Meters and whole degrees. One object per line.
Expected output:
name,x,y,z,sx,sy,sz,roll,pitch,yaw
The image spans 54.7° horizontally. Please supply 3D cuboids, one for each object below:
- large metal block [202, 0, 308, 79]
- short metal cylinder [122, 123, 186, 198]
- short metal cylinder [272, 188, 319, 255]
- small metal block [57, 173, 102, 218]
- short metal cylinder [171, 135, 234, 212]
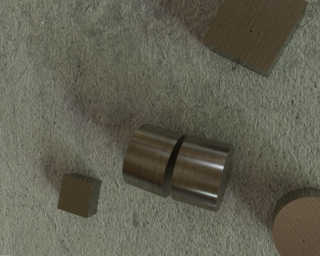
large metal block,0.108,-0.114,0.357,0.080,0.050,0.080,31,100,17
short metal cylinder,-0.004,0.039,0.381,0.050,0.080,0.080,17,96,19
short metal cylinder,0.165,0.110,0.337,0.080,0.050,0.079,0,90,20
small metal block,-0.117,0.097,0.450,0.050,0.025,0.050,12,94,19
short metal cylinder,0.051,0.052,0.362,0.050,0.080,0.079,13,94,19
